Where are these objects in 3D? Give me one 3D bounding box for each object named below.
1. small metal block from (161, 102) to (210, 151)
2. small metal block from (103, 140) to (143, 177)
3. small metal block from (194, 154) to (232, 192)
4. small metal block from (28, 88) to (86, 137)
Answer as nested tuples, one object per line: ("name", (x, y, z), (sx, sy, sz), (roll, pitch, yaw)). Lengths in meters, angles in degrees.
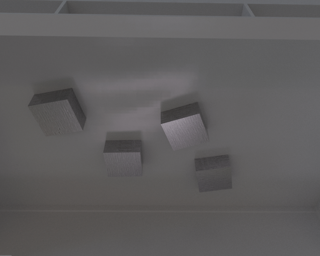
("small metal block", (0.033, -0.002, 0.408), (0.050, 0.025, 0.050), (-16, 129, 13))
("small metal block", (-0.052, 0.044, 0.446), (0.050, 0.025, 0.050), (-1, 130, 0))
("small metal block", (0.081, 0.069, 0.469), (0.050, 0.025, 0.050), (-8, 130, 6))
("small metal block", (-0.128, -0.019, 0.391), (0.050, 0.025, 0.050), (-9, 130, 7))
